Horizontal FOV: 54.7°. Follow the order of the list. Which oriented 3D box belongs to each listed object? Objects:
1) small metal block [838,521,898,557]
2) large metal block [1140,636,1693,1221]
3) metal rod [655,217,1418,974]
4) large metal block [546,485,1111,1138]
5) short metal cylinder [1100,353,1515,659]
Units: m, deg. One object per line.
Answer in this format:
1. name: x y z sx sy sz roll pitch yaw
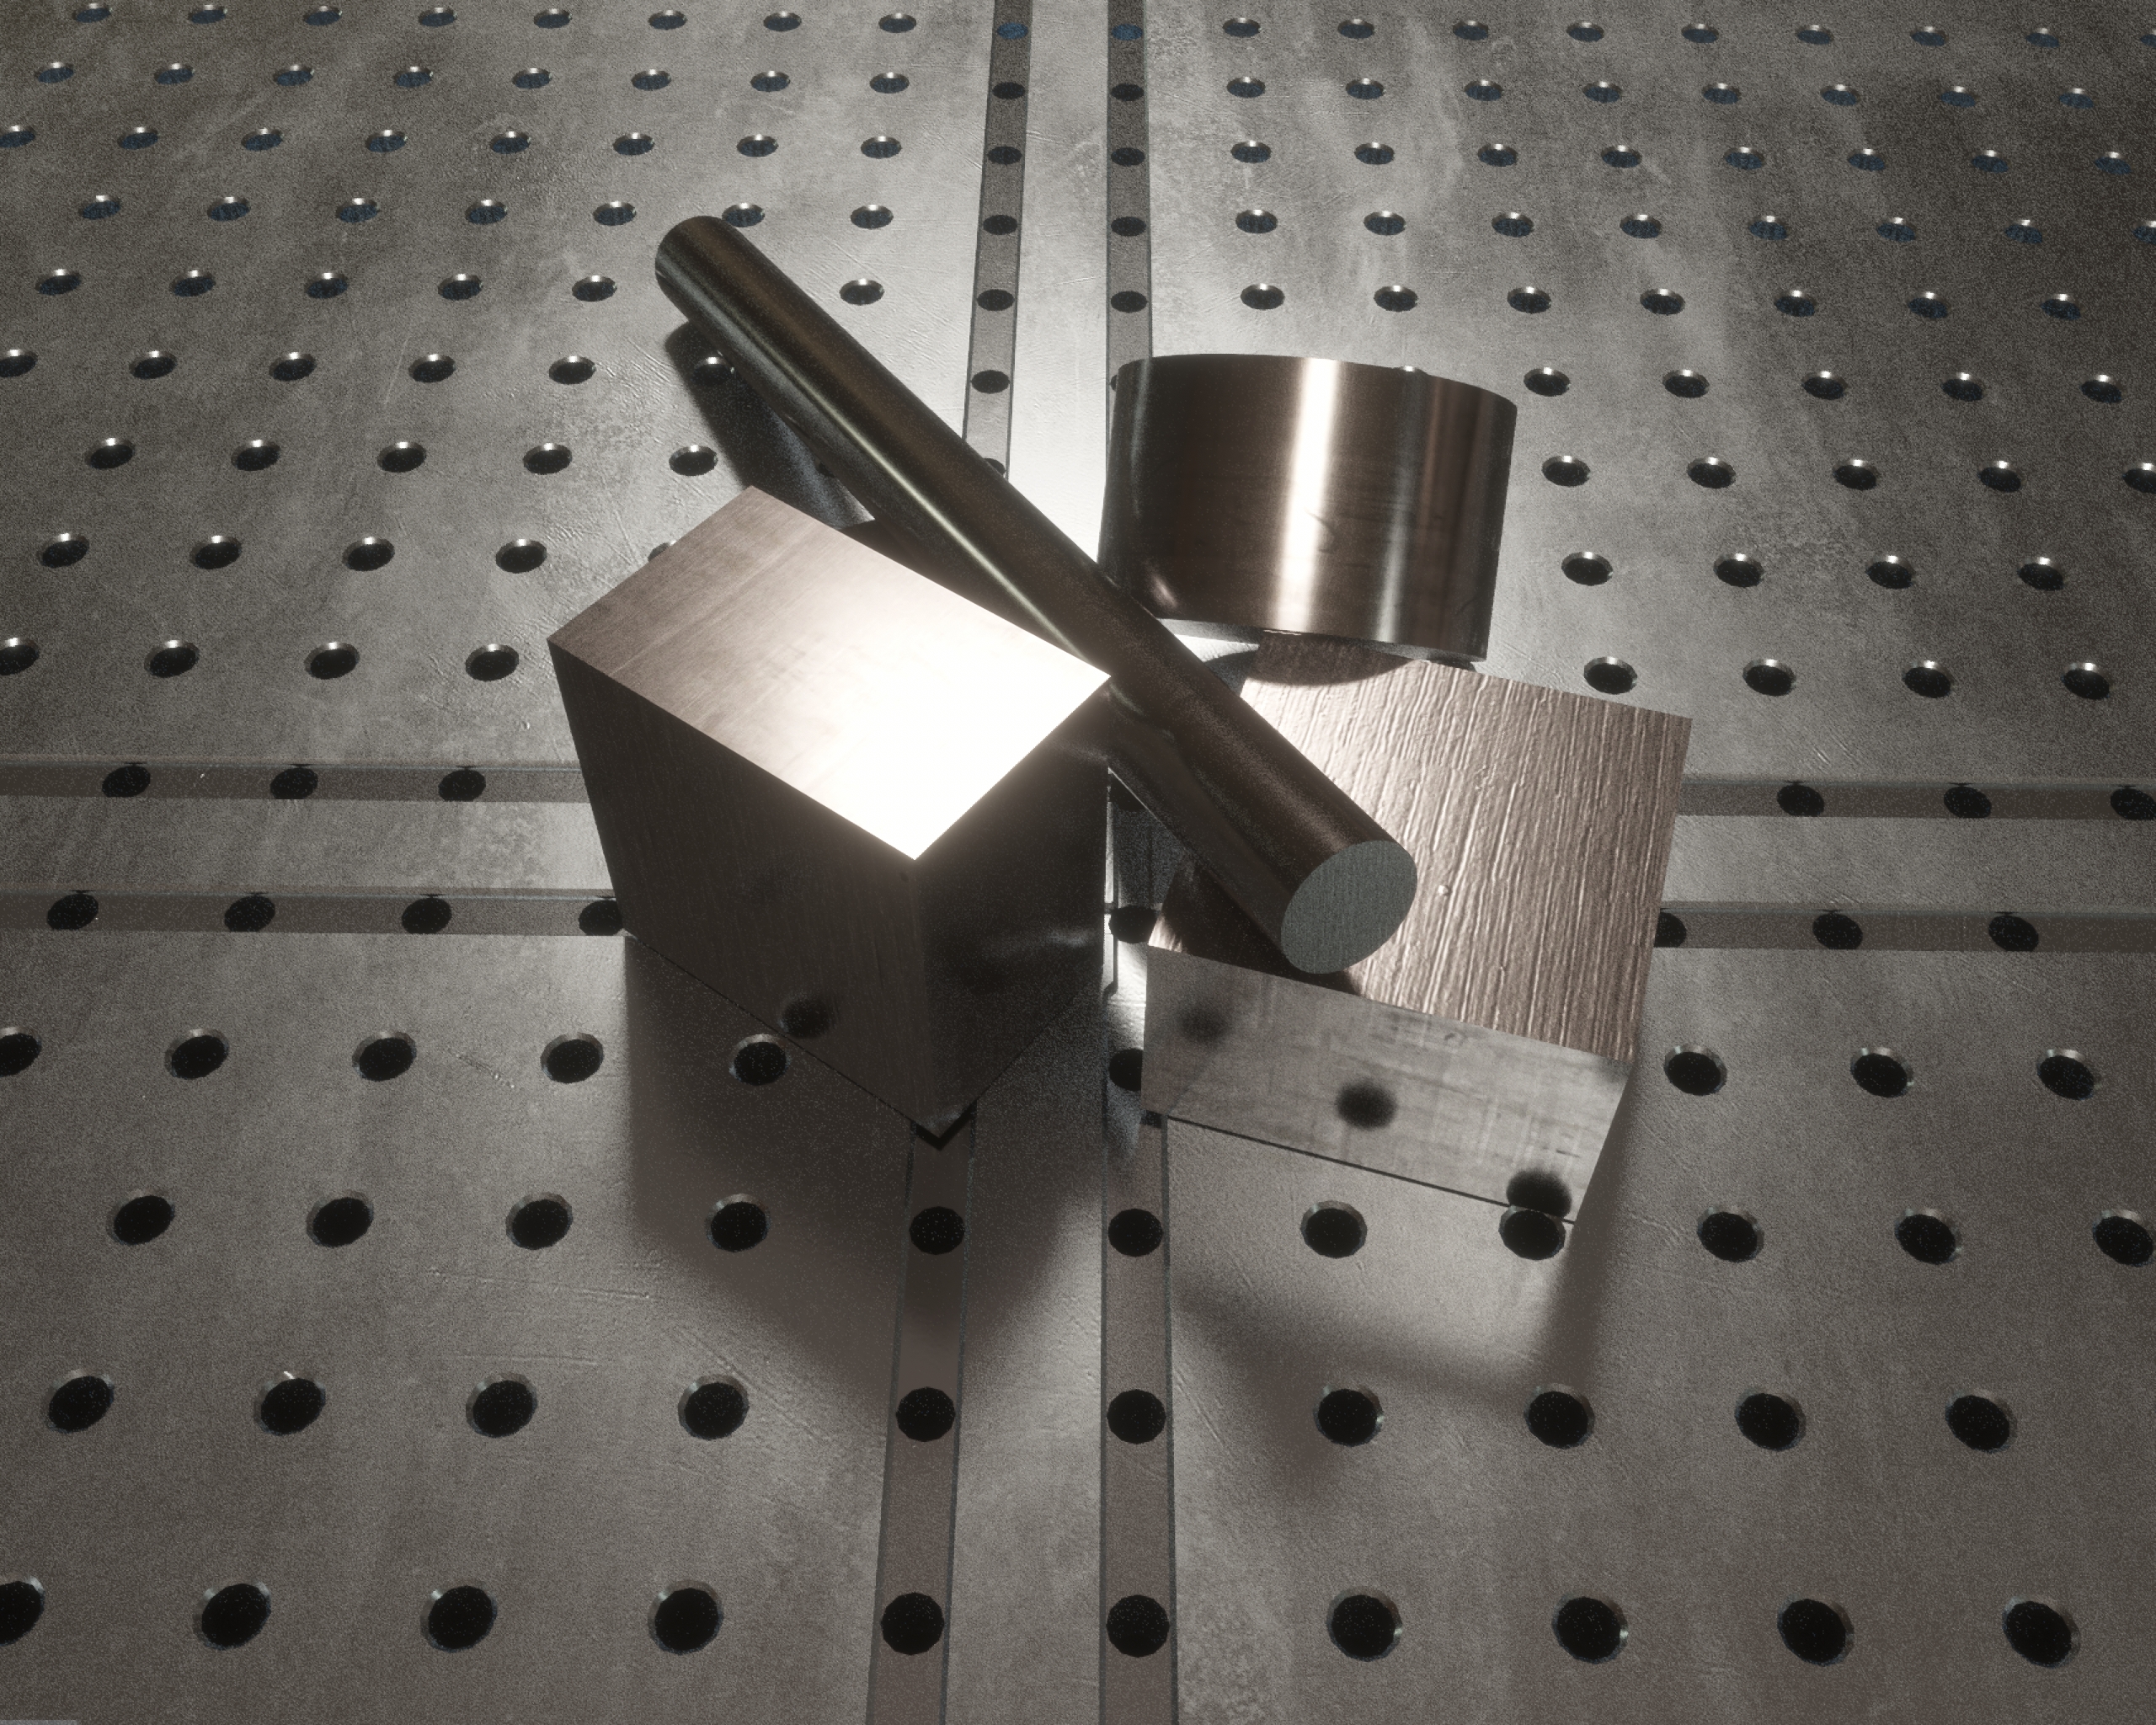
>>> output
1. small metal block: -0.040 -0.047 0.447 0.050 0.025 0.050 -19 53 -16
2. large metal block: 0.062 0.010 0.383 0.080 0.050 0.080 14 51 11
3. metal rod: -0.027 -0.073 0.430 0.025 0.025 0.300 -22 42 -18
4. large metal block: -0.042 -0.009 0.378 0.080 0.080 0.050 30 56 22
5. short metal cylinder: 0.045 -0.070 0.422 0.080 0.080 0.050 7 94 5
